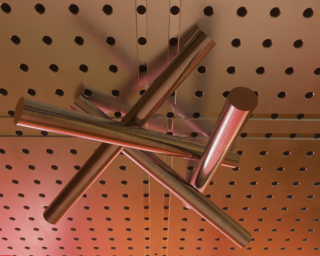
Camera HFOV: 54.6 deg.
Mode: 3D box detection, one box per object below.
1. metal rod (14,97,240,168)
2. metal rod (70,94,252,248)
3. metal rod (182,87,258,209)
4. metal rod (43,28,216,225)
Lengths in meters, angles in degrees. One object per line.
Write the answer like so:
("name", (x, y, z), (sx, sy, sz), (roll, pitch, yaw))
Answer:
("metal rod", (-0.007, 0.016, 0.359), (0.302, 0.025, 0.025), (15, 132, -39))
("metal rod", (0.008, 0.063, 0.412), (0.300, 0.025, 0.025), (40, 121, -11))
("metal rod", (0.060, 0.049, 0.388), (0.025, 0.025, 0.299), (3, 150, -3))
("metal rod", (-0.046, 0.010, 0.369), (0.025, 0.025, 0.299), (34, 107, -26))
